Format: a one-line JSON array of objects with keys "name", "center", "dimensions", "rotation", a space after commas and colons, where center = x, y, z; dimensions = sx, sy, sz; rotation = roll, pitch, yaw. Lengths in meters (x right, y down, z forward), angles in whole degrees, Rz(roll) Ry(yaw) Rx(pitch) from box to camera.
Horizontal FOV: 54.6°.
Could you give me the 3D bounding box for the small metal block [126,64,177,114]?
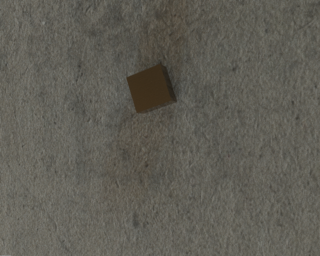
[{"name": "small metal block", "center": [-0.011, -0.051, 0.413], "dimensions": [0.050, 0.025, 0.050], "rotation": [-19, 84, 19]}]
